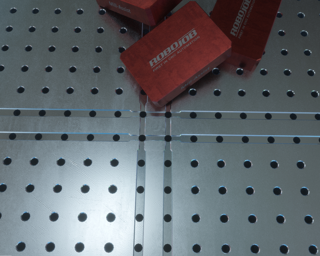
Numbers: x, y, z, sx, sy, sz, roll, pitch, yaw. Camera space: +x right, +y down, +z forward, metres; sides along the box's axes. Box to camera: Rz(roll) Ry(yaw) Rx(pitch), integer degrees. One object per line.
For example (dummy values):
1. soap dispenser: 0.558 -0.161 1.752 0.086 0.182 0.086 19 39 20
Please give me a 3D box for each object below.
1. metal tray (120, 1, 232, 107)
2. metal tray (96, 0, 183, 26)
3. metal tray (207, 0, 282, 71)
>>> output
1. metal tray: 0.022 -0.102 0.430 0.130 0.030 0.090 -37 74 2
2. metal tray: -0.029 -0.208 0.462 0.130 0.030 0.090 33 72 32
3. metal tray: 0.122 -0.159 0.469 0.090 0.030 0.130 21 71 7
